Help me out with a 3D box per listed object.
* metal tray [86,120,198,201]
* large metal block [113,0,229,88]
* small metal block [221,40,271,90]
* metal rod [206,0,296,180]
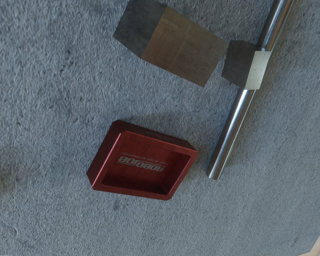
[{"bbox_3d":[-0.021,0.049,0.423,0.131,0.030,0.090,18,109,-36],"label":"metal tray"},{"bbox_3d":[0.009,-0.091,0.321,0.081,0.080,0.050,18,109,-36],"label":"large metal block"},{"bbox_3d":[0.110,-0.082,0.402,0.025,0.050,0.050,-6,121,-26],"label":"small metal block"},{"bbox_3d":[0.126,-0.054,0.444,0.025,0.025,0.298,2,117,-30],"label":"metal rod"}]
